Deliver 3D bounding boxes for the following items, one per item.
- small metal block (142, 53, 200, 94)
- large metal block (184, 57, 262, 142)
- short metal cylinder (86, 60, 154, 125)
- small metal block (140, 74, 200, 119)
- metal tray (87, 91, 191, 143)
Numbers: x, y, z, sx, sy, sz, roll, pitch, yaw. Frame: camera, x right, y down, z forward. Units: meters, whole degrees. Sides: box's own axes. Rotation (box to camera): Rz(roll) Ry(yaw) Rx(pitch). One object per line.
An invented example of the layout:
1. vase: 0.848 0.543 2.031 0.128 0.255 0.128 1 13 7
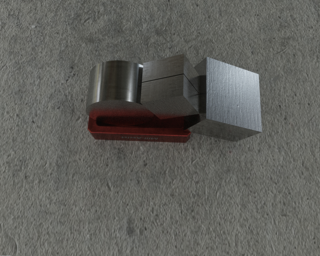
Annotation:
1. small metal block: 0.014 -0.058 0.362 0.050 0.050 0.025 -8 67 25
2. large metal block: 0.079 -0.033 0.393 0.081 0.050 0.080 12 68 -23
3. short metal cylinder: -0.047 -0.040 0.381 0.081 0.080 0.050 1 70 0
4. small metal block: 0.013 -0.033 0.352 0.050 0.050 0.025 -8 67 25
5. metal tray: -0.024 -0.029 0.417 0.131 0.030 0.090 2 70 0
